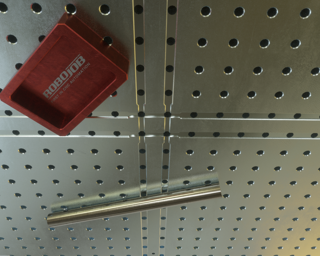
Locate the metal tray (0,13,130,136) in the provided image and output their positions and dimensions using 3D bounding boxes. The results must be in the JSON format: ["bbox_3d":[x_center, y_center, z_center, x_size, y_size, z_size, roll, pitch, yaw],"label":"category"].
[{"bbox_3d":[-0.110,-0.055,0.360,0.130,0.030,0.090,-37,122,27],"label":"metal tray"}]

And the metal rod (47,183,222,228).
[{"bbox_3d":[-0.048,0.132,0.523,0.301,0.025,0.025,-12,129,9],"label":"metal rod"}]
